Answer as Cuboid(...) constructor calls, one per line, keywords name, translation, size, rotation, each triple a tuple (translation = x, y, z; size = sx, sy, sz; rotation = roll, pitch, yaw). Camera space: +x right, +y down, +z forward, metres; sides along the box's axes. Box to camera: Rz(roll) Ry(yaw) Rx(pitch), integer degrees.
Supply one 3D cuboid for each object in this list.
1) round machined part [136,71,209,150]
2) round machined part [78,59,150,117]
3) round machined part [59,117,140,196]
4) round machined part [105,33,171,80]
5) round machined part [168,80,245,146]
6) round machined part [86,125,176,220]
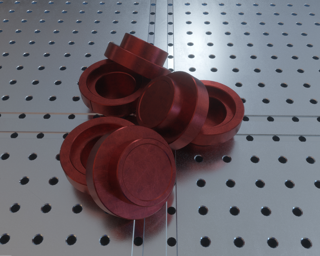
Cuboid(name="round machined part", translation=(0.008, -0.025, 0.378), size=(0.042, 0.098, 0.098), rotation=(22, 37, -39))
Cuboid(name="round machined part", translation=(-0.062, -0.053, 0.440), size=(0.099, 0.042, 0.098), rotation=(0, 50, 0))
Cuboid(name="round machined part", translation=(-0.063, 0.036, 0.365), size=(0.099, 0.042, 0.098), rotation=(0, 50, 0))
Cuboid(name="round machined part", translation=(-0.027, -0.103, 0.448), size=(0.098, 0.042, 0.098), rotation=(25, 11, -5))
Cuboid(name="round machined part", translation=(0.058, -0.016, 0.410), size=(0.099, 0.042, 0.098), rotation=(0, 50, 0))
Cuboid(name="round machined part", translation=(-0.022, 0.045, 0.322), size=(0.099, 0.042, 0.098), rotation=(5, 82, -33))
